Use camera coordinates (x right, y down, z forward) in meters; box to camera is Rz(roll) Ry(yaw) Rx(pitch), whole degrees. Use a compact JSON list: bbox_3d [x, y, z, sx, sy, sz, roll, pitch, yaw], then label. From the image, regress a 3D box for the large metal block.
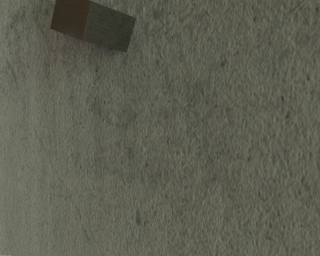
[{"bbox_3d":[-0.096,-0.151,0.446,0.080,0.081,0.050,28,107,36],"label":"large metal block"}]
